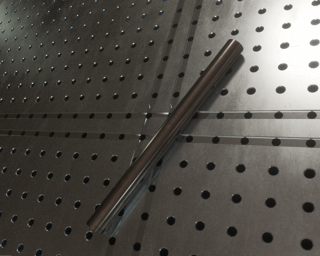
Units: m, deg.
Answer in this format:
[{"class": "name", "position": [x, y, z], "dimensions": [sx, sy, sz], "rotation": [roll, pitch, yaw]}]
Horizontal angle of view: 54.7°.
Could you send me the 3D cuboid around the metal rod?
[{"class": "metal rod", "position": [0.012, 0.005, 0.397], "dimensions": [0.025, 0.025, 0.300], "rotation": [31, 78, 37]}]
